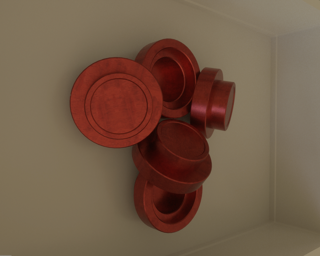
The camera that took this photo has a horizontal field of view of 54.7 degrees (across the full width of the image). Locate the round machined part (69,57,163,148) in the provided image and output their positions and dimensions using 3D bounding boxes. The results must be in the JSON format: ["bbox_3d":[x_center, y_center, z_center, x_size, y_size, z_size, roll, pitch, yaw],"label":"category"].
[{"bbox_3d":[-0.045,-0.025,0.328,0.099,0.042,0.097,-3,102,-12],"label":"round machined part"}]

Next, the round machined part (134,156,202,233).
[{"bbox_3d":[0.006,0.080,0.398,0.099,0.042,0.097,0,90,-40],"label":"round machined part"}]

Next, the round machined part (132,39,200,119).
[{"bbox_3d":[0.004,-0.060,0.395,0.099,0.042,0.097,0,90,-40],"label":"round machined part"}]

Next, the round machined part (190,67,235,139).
[{"bbox_3d":[0.077,-0.033,0.428,0.098,0.042,0.097,10,91,-71],"label":"round machined part"}]

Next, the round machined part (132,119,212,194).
[{"bbox_3d":[0.020,0.027,0.372,0.099,0.098,0.042,-9,140,-40],"label":"round machined part"}]
